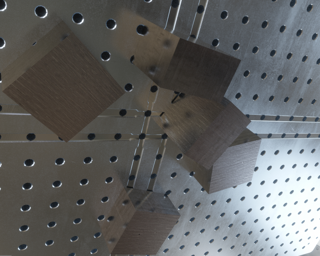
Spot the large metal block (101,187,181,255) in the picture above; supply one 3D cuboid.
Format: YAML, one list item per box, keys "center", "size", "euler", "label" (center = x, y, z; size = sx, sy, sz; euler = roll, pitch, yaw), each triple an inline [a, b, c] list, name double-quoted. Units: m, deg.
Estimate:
- center: [-0.030, 0.141, 0.465]
  size: [0.080, 0.050, 0.080]
  euler: [18, 109, -35]
  label: "large metal block"

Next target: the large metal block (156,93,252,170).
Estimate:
- center: [0.053, -0.008, 0.399]
  size: [0.050, 0.080, 0.080]
  euler: [34, 99, -39]
  label: "large metal block"

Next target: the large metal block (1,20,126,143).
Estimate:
- center: [-0.096, -0.046, 0.313]
  size: [0.080, 0.050, 0.080]
  euler: [-41, 129, 0]
  label: "large metal block"

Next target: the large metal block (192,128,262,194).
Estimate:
- center: [0.100, 0.046, 0.477]
  size: [0.081, 0.050, 0.079]
  euler: [-11, 123, -22]
  label: "large metal block"

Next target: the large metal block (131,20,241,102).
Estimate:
- center: [0.026, -0.074, 0.343]
  size: [0.081, 0.080, 0.050]
  euler: [9, 114, -32]
  label: "large metal block"
